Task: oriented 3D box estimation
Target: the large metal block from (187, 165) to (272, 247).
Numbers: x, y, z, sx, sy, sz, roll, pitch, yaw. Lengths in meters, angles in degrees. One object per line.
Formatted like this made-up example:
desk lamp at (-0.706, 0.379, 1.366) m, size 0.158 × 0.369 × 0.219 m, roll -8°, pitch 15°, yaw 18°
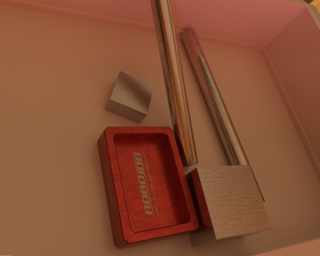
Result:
large metal block at (0.075, 0.092, 0.376) m, size 0.081 × 0.050 × 0.080 m, roll 1°, pitch 61°, yaw -28°

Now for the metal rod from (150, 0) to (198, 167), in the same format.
metal rod at (0.011, -0.099, 0.392) m, size 0.025 × 0.025 × 0.298 m, roll -13°, pitch 94°, yaw -34°

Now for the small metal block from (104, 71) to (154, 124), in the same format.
small metal block at (-0.040, -0.040, 0.410) m, size 0.050 × 0.025 × 0.050 m, roll 23°, pitch 53°, yaw -15°

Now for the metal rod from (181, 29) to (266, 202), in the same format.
metal rod at (0.089, -0.029, 0.473) m, size 0.025 × 0.025 × 0.299 m, roll -3°, pitch 63°, yaw -30°

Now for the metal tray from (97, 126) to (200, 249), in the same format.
metal tray at (-0.016, 0.062, 0.357) m, size 0.091 × 0.030 × 0.130 m, roll 0°, pitch 62°, yaw -29°
